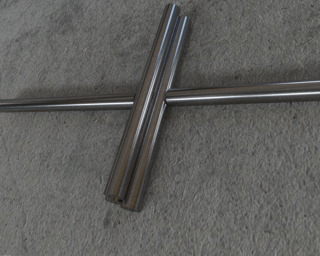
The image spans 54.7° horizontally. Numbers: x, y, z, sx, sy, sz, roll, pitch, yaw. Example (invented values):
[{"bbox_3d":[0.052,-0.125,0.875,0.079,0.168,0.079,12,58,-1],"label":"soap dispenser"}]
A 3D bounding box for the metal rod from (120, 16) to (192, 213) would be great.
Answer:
[{"bbox_3d":[0.001,-0.036,0.426,0.025,0.025,0.300,1,62,28],"label":"metal rod"}]

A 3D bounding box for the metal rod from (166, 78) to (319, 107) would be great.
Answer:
[{"bbox_3d":[0.147,-0.042,0.353,0.300,0.025,0.025,0,62,27],"label":"metal rod"}]

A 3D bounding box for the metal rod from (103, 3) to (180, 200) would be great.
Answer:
[{"bbox_3d":[-0.017,-0.052,0.419,0.025,0.025,0.300,1,62,28],"label":"metal rod"}]

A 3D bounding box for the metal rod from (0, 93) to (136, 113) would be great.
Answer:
[{"bbox_3d":[-0.164,-0.040,0.513,0.300,0.025,0.025,1,62,28],"label":"metal rod"}]

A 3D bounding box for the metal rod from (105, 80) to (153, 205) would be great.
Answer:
[{"bbox_3d":[-0.019,-0.041,0.440,0.025,0.025,0.300,1,62,28],"label":"metal rod"}]
